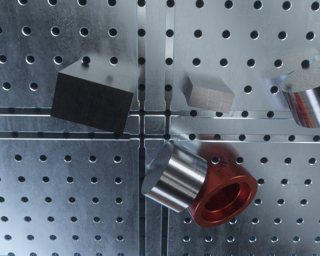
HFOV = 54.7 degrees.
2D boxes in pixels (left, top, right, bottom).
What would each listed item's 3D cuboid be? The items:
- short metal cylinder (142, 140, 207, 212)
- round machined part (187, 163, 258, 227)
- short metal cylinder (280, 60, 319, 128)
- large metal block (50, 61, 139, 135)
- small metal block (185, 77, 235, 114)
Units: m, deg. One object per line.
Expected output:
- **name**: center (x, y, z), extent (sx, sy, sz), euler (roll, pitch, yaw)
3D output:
- **short metal cylinder**: center (0.018, 0.063, 0.408), extent (0.050, 0.080, 0.080), euler (31, 107, -11)
- **round machined part**: center (0.080, 0.087, 0.423), extent (0.099, 0.042, 0.097), euler (-16, 132, -18)
- **short metal cylinder**: center (0.193, -0.043, 0.371), extent (0.080, 0.080, 0.050), euler (-28, 108, 9)
- **large metal block**: center (-0.073, -0.039, 0.369), extent (0.080, 0.080, 0.050), euler (15, 109, -6)
- **small metal block**: center (0.060, -0.041, 0.386), extent (0.050, 0.050, 0.025), euler (11, 110, -4)
